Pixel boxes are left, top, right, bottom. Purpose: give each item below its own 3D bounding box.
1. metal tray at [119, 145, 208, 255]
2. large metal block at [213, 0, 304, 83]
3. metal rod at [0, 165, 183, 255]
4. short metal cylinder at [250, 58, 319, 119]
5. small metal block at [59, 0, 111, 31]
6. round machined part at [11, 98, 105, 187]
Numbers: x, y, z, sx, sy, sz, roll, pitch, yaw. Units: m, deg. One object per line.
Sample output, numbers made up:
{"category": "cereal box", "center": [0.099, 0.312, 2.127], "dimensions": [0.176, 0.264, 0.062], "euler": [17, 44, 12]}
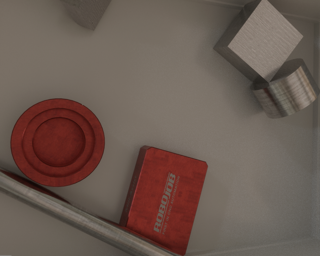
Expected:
{"category": "metal tray", "center": [0.004, 0.096, 0.410], "dimensions": [0.091, 0.030, 0.129], "euler": [17, 84, -20]}
{"category": "large metal block", "center": [0.138, -0.122, 0.441], "dimensions": [0.080, 0.050, 0.080], "euler": [36, 91, -17]}
{"category": "metal rod", "center": [-0.105, 0.095, 0.351], "dimensions": [0.301, 0.025, 0.025], "euler": [30, 80, -10]}
{"category": "short metal cylinder", "center": [0.180, -0.057, 0.449], "dimensions": [0.080, 0.080, 0.050], "euler": [-39, 103, -16]}
{"category": "small metal block", "center": [-0.084, -0.151, 0.362], "dimensions": [0.025, 0.050, 0.050], "euler": [26, 83, 11]}
{"category": "round machined part", "center": [-0.117, 0.016, 0.359], "dimensions": [0.099, 0.042, 0.097], "euler": [0, 90, -21]}
